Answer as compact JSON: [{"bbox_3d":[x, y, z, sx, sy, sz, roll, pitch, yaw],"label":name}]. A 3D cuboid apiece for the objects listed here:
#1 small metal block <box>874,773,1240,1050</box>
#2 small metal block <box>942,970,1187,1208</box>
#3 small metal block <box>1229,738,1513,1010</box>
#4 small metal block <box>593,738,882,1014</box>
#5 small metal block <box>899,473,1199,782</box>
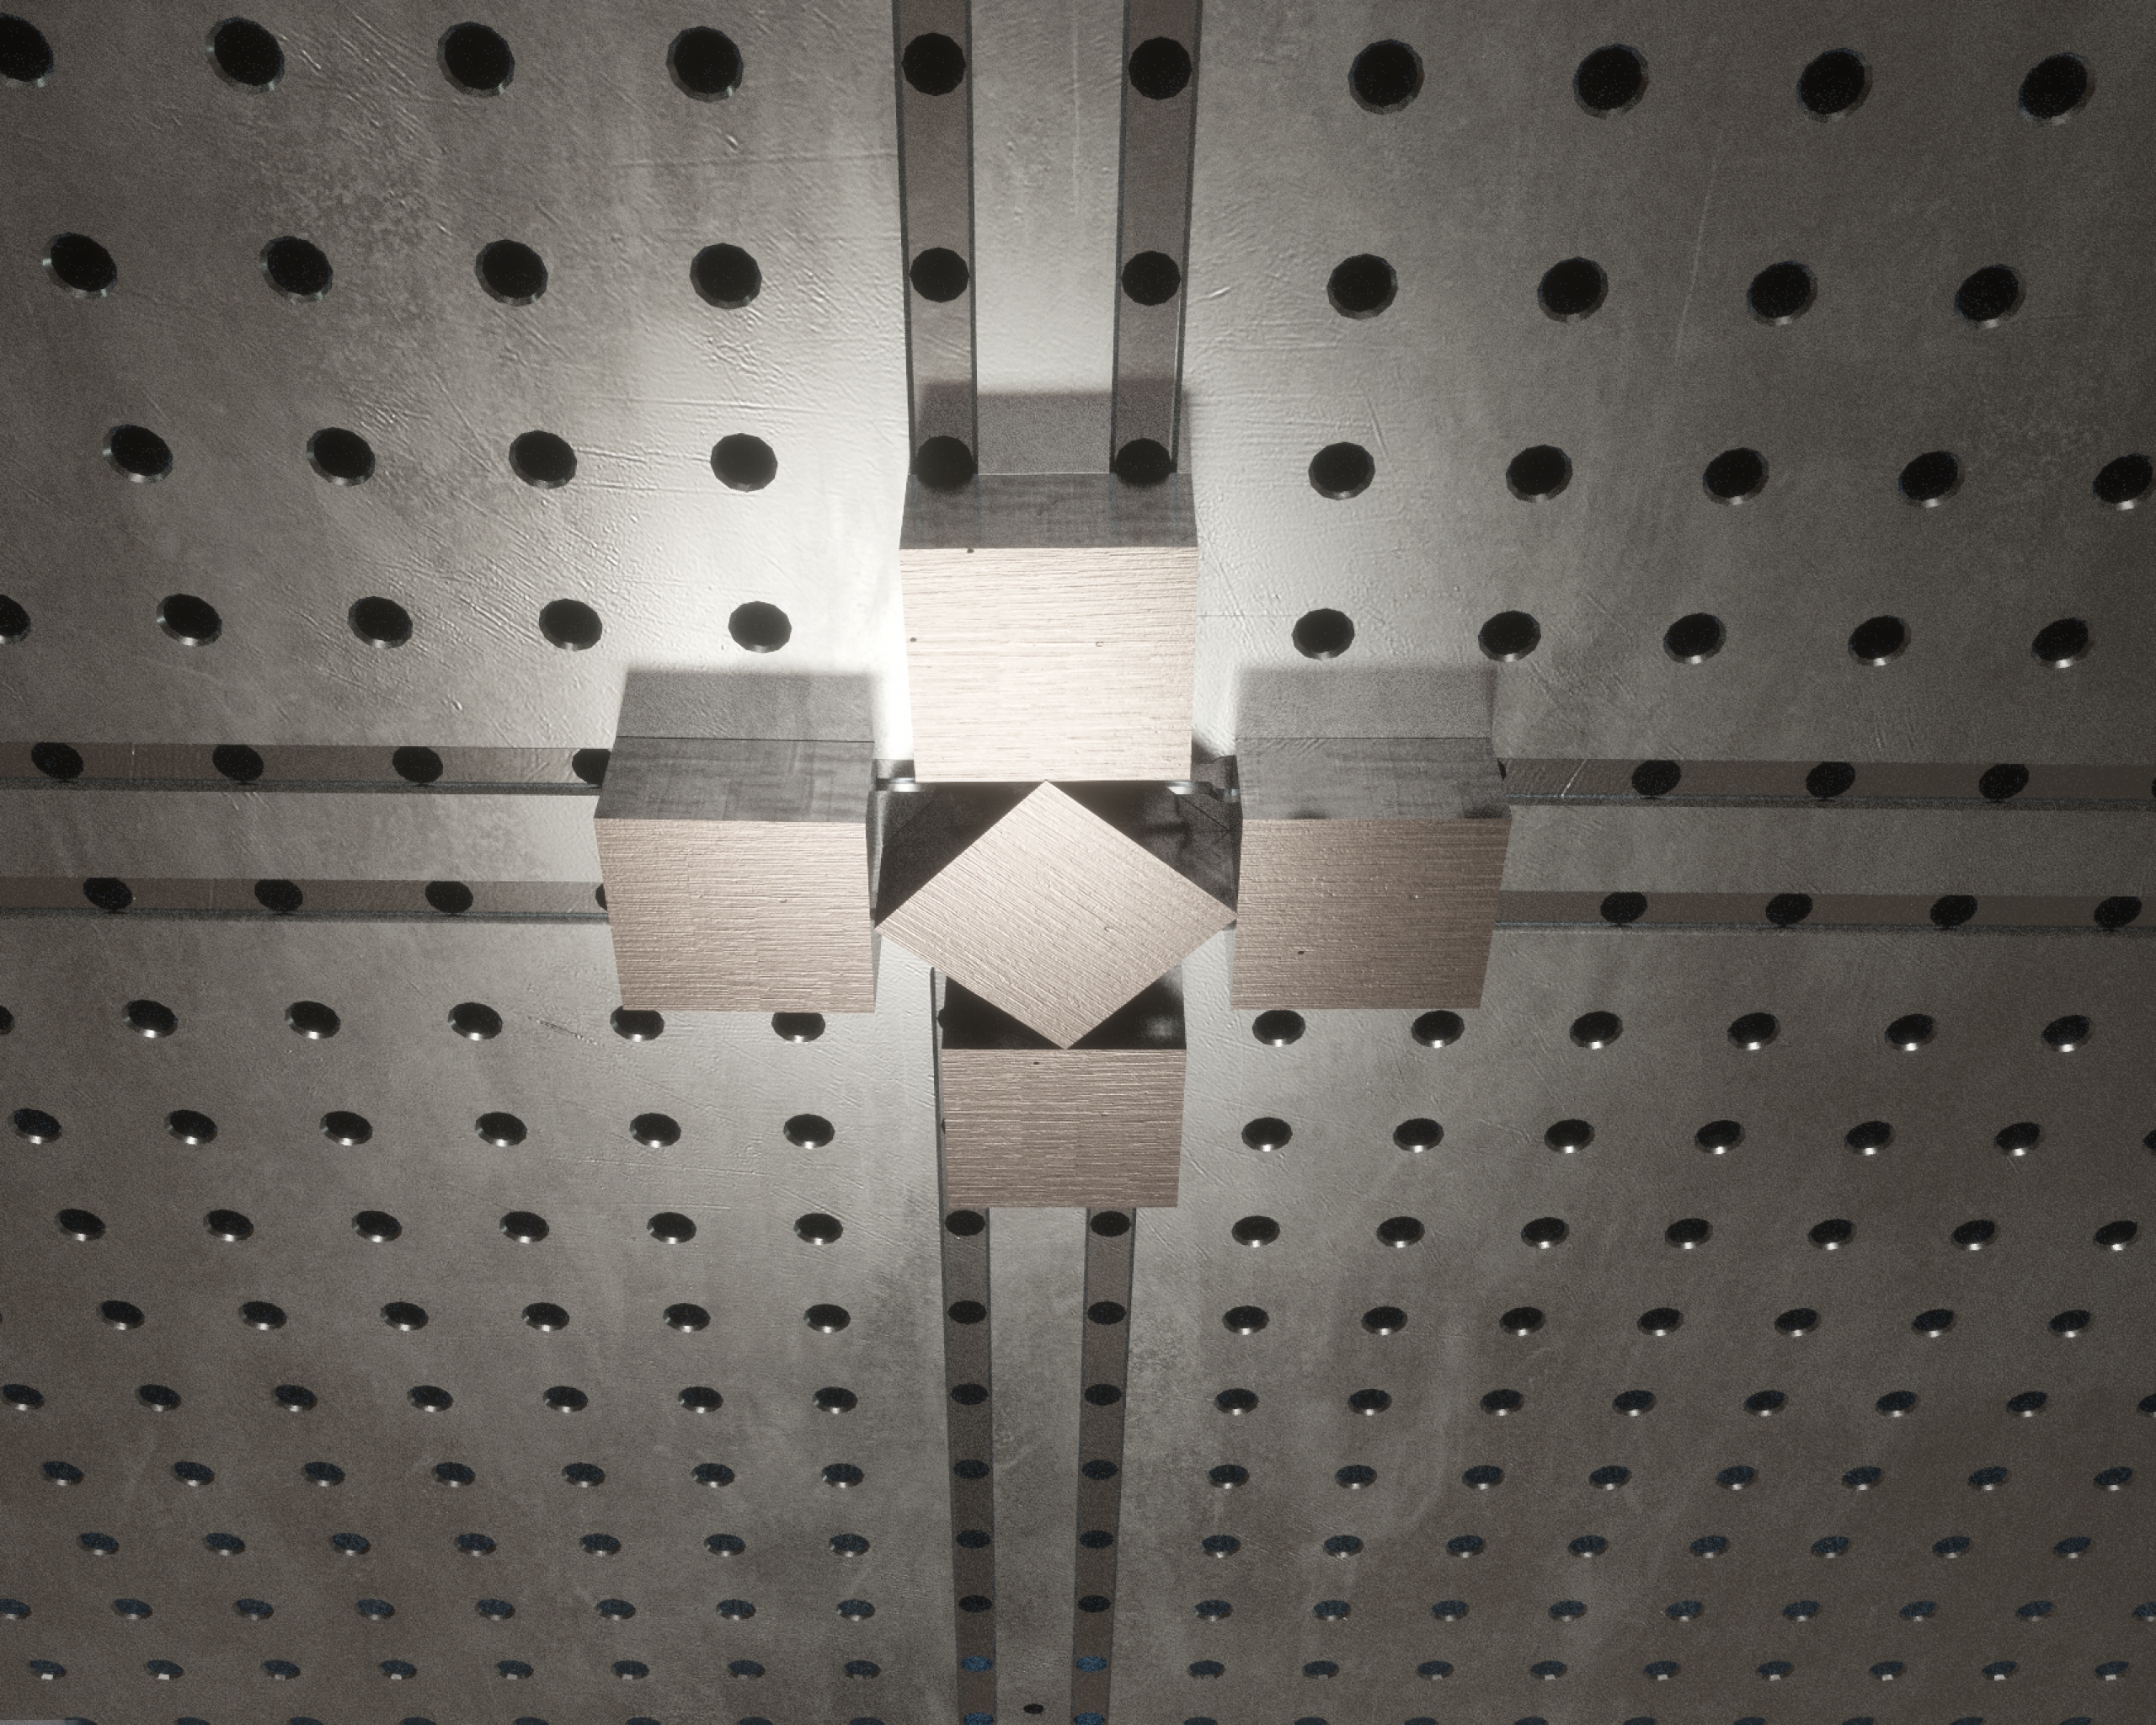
[{"bbox_3d":[-0.004,0.004,0.414,0.050,0.025,0.050,35,122,-26],"label":"small metal block"},{"bbox_3d":[-0.003,0.049,0.453,0.050,0.025,0.050,0,130,-1],"label":"small metal block"},{"bbox_3d":[0.056,0.003,0.415,0.050,0.025,0.050,0,130,0],"label":"small metal block"},{"bbox_3d":[-0.065,0.003,0.413,0.050,0.025,0.050,1,130,-2],"label":"small metal block"},{"bbox_3d":[-0.005,-0.042,0.376,0.050,0.025,0.050,-1,130,0],"label":"small metal block"}]
